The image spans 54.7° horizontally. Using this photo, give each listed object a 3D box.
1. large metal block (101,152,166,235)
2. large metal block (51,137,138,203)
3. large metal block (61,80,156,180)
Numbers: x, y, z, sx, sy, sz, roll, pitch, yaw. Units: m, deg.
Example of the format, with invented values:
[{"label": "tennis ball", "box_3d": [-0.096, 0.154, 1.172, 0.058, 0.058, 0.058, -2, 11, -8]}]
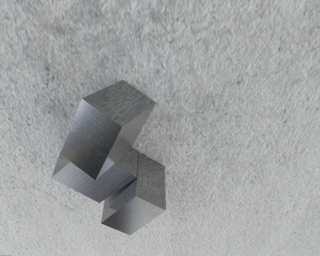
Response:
[{"label": "large metal block", "box_3d": [-0.037, 0.096, 0.452, 0.050, 0.080, 0.080, 33, 123, -25]}, {"label": "large metal block", "box_3d": [-0.088, 0.050, 0.433, 0.080, 0.050, 0.080, -37, 121, 27]}, {"label": "large metal block", "box_3d": [-0.058, 0.000, 0.357, 0.050, 0.080, 0.079, 35, 122, 8]}]
